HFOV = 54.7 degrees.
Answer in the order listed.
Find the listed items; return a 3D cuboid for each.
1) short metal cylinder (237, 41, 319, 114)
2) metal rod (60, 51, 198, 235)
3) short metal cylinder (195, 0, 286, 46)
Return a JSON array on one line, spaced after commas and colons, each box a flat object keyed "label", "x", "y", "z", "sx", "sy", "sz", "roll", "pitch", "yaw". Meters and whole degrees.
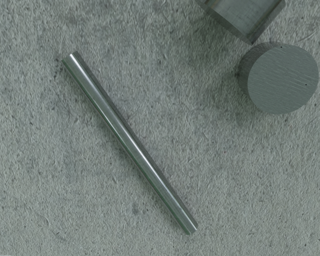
[{"label": "short metal cylinder", "x": 0.140, "y": -0.062, "z": 0.375, "sx": 0.081, "sy": 0.050, "sz": 0.079, "roll": 0, "pitch": 110, "yaw": 0}, {"label": "metal rod", "x": -0.032, "y": 0.032, "z": 0.421, "sx": 0.025, "sy": 0.025, "sz": 0.299, "roll": -30, "pitch": 108, "yaw": 10}, {"label": "short metal cylinder", "x": 0.085, "y": -0.134, "z": 0.332, "sx": 0.080, "sy": 0.080, "sz": 0.050, "roll": 35, "pitch": 106, "yaw": -12}]
